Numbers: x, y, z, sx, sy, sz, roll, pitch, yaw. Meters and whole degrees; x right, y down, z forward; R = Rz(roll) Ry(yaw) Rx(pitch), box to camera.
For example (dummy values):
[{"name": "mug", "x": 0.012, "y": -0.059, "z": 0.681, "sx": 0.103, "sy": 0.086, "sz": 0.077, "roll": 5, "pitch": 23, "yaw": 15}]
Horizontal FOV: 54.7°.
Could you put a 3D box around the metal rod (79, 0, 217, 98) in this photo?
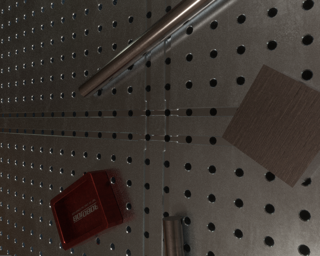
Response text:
[{"name": "metal rod", "x": -0.016, "y": -0.118, "z": 0.420, "sx": 0.299, "sy": 0.025, "sz": 0.025, "roll": -28, "pitch": 73, "yaw": 36}]

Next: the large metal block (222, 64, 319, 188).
[{"name": "large metal block", "x": 0.120, "y": -0.003, "z": 0.293, "sx": 0.080, "sy": 0.050, "sz": 0.079, "roll": 39, "pitch": 114, "yaw": 32}]

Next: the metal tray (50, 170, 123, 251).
[{"name": "metal tray", "x": -0.125, "y": 0.135, "z": 0.505, "sx": 0.130, "sy": 0.030, "sz": 0.090, "roll": -36, "pitch": 68, "yaw": 33}]

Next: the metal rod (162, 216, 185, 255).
[{"name": "metal rod", "x": 0.027, "y": 0.263, "z": 0.385, "sx": 0.025, "sy": 0.025, "sz": 0.298, "roll": -7, "pitch": 85, "yaw": 39}]
